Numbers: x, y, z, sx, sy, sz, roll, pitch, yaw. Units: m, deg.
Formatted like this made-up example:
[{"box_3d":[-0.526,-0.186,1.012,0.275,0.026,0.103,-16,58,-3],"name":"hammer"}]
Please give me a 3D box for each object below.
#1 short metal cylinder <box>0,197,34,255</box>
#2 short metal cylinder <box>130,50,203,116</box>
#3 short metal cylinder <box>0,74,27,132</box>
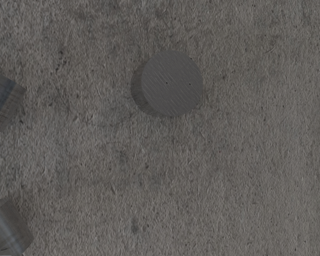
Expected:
[{"box_3d":[-0.179,0.114,0.314,0.080,0.080,0.050,-30,100,-18],"name":"short metal cylinder"},{"box_3d":[0.008,-0.054,0.398,0.081,0.050,0.080,0,90,-20],"name":"short metal cylinder"},{"box_3d":[-0.185,-0.036,0.311,0.080,0.080,0.050,28,81,-18],"name":"short metal cylinder"}]
